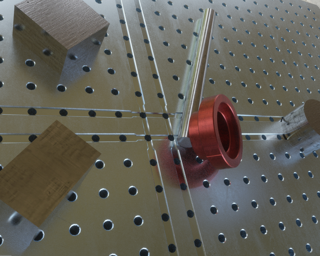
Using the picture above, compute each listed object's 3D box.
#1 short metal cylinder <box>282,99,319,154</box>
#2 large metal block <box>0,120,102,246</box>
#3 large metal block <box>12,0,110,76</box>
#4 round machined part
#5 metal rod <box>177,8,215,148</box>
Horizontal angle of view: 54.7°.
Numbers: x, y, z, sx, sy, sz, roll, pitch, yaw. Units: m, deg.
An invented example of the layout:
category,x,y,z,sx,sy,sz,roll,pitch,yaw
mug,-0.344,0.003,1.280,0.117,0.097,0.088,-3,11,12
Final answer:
category,x,y,z,sx,sy,sz,roll,pitch,yaw
short metal cylinder,0.260,-0.002,0.533,0.081,0.050,0.080,13,56,-21
large metal block,-0.108,0.052,0.283,0.050,0.080,0.080,38,51,-3
large metal block,-0.127,-0.128,0.402,0.080,0.050,0.080,40,51,-1
round machined part,0.073,0.007,0.413,0.098,0.042,0.098,26,58,-52
metal rod,0.064,-0.099,0.502,0.025,0.025,0.300,24,53,-14
